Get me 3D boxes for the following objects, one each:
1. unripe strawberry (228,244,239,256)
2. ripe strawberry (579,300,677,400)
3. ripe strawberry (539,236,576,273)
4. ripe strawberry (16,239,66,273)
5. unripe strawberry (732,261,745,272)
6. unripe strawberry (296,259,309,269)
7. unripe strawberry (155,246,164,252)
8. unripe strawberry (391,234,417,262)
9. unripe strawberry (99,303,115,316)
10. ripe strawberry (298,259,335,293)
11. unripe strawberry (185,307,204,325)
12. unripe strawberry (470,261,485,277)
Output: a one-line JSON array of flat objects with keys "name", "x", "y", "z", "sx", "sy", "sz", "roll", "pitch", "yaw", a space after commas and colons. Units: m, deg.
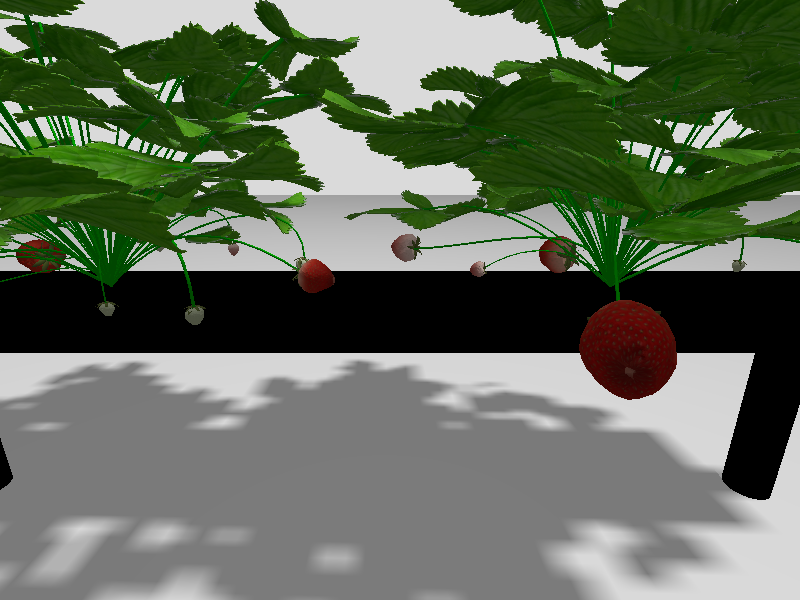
[{"name": "unripe strawberry", "x": -0.214, "y": -0.065, "z": 0.516, "sx": 0.014, "sy": 0.015, "sz": 0.015, "roll": 5, "pitch": 17, "yaw": 15}, {"name": "ripe strawberry", "x": 0.096, "y": 0.022, "z": 0.169, "sx": 0.036, "sy": 0.041, "sz": 0.040, "roll": 8, "pitch": 19, "yaw": 25}, {"name": "ripe strawberry", "x": 0.163, "y": -0.048, "z": 0.422, "sx": 0.037, "sy": 0.039, "sz": 0.040, "roll": -6, "pitch": 17, "yaw": -20}, {"name": "ripe strawberry", "x": -0.367, "y": -0.045, "z": 0.408, "sx": 0.035, "sy": 0.034, "sz": 0.038, "roll": 8, "pitch": 18, "yaw": 26}, {"name": "unripe strawberry", "x": 0.350, "y": -0.034, "z": 0.415, "sx": 0.011, "sy": 0.012, "sz": 0.011, "roll": -6, "pitch": 17, "yaw": -19}, {"name": "unripe strawberry", "x": -0.101, "y": -0.035, "z": 0.417, "sx": 0.015, "sy": 0.015, "sz": 0.014, "roll": -6, "pitch": 17, "yaw": -20}, {"name": "unripe strawberry", "x": -0.314, "y": -0.069, "z": 0.522, "sx": 0.012, "sy": 0.012, "sz": 0.012, "roll": -5, "pitch": 17, "yaw": -17}, {"name": "unripe strawberry", "x": 0.006, "y": -0.062, "z": 0.472, "sx": 0.031, "sy": 0.032, "sz": 0.029, "roll": 10, "pitch": 19, "yaw": 32}, {"name": "unripe strawberry", "x": -0.204, "y": 0.007, "z": 0.279, "sx": 0.009, "sy": 0.010, "sz": 0.010, "roll": -11, "pitch": 19, "yaw": -32}, {"name": "ripe strawberry", "x": -0.070, "y": -0.019, "z": 0.338, "sx": 0.030, "sy": 0.029, "sz": 0.027, "roll": 11, "pitch": 17, "yaw": 3}, {"name": "unripe strawberry", "x": -0.124, "y": 0.010, "z": 0.242, "sx": 0.010, "sy": 0.011, "sz": 0.011, "roll": 14, "pitch": 21, "yaw": 39}, {"name": "unripe strawberry", "x": 0.076, "y": -0.030, "z": 0.394, "sx": 0.014, "sy": 0.015, "sz": 0.013, "roll": -9, "pitch": 12, "yaw": 21}]
